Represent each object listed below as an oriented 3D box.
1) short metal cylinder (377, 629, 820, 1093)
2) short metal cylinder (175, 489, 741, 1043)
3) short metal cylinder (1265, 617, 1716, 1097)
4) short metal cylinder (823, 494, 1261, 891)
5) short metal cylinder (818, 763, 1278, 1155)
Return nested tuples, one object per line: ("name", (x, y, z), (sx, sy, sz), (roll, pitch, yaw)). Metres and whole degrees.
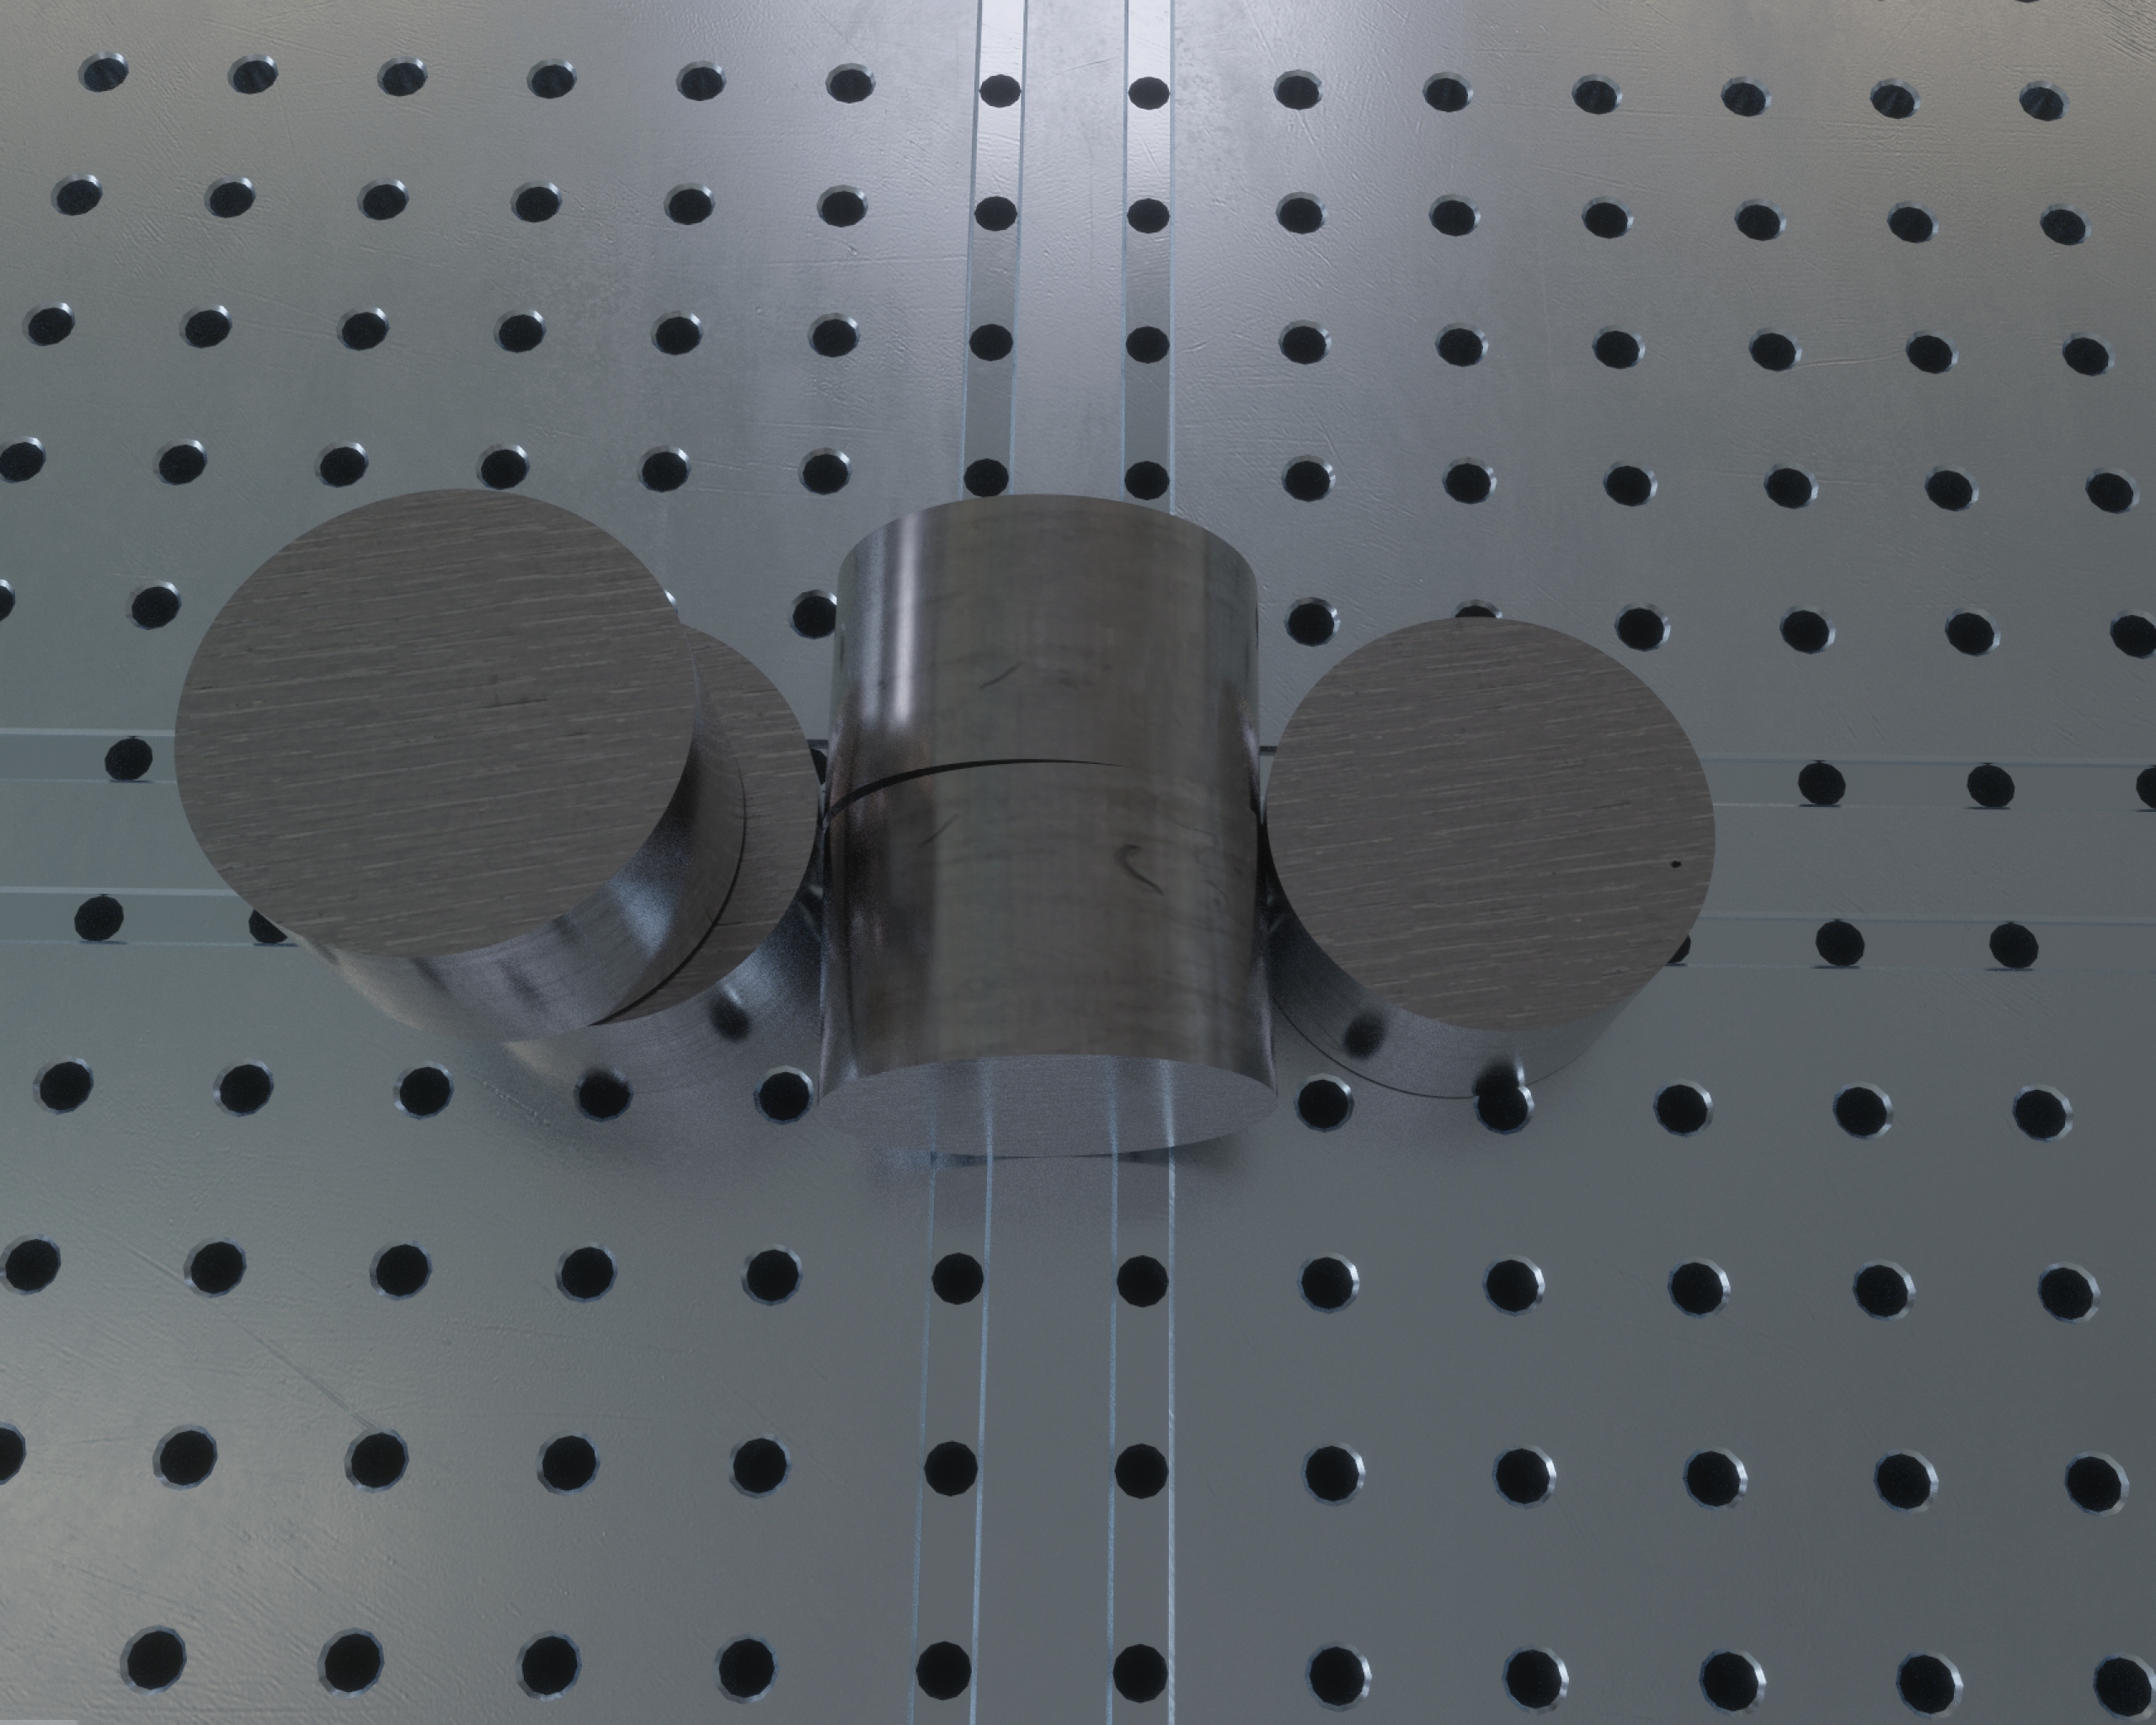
("short metal cylinder", (-0.087, -0.001, 0.398), (0.081, 0.050, 0.080), (0, 70, 0))
("short metal cylinder", (-0.100, -0.015, 0.348), (0.081, 0.050, 0.080), (0, 70, 0))
("short metal cylinder", (0.074, 0.000, 0.398), (0.081, 0.050, 0.080), (0, 70, 0))
("short metal cylinder", (-0.006, -0.028, 0.393), (0.081, 0.080, 0.050), (1, 71, 0))
("short metal cylinder", (-0.006, 0.020, 0.375), (0.081, 0.080, 0.050), (-1, 70, -1))
